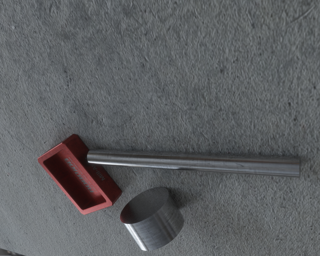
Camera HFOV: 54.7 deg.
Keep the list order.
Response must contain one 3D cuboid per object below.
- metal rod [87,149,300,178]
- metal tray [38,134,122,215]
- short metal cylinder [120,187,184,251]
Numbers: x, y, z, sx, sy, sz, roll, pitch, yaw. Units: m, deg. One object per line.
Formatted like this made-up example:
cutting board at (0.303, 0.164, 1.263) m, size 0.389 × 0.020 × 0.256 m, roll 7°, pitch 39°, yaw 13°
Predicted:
metal rod at (0.026, 0.045, 0.420) m, size 0.300 × 0.025 × 0.025 m, roll 0°, pitch 118°, yaw 28°
metal tray at (-0.137, 0.082, 0.525) m, size 0.090 × 0.030 × 0.130 m, roll -27°, pitch 104°, yaw 37°
short metal cylinder at (-0.012, 0.133, 0.459) m, size 0.080 × 0.080 × 0.050 m, roll -17°, pitch 109°, yaw 35°
